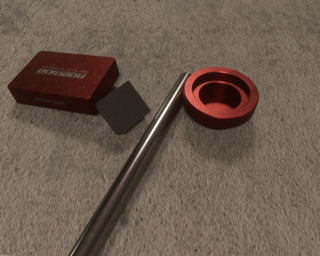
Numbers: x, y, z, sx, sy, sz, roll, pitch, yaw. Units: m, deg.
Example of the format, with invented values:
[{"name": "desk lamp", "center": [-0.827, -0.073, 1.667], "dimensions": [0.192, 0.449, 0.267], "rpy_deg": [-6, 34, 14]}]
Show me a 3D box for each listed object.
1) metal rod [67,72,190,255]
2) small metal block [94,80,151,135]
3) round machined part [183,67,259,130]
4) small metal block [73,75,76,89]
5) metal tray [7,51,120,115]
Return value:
[{"name": "metal rod", "center": [-0.020, 0.031, 0.376], "dimensions": [0.025, 0.025, 0.301], "rpy_deg": [19, 52, 15]}, {"name": "small metal block", "center": [-0.049, -0.026, 0.408], "dimensions": [0.050, 0.025, 0.050], "rpy_deg": [-41, 101, -29]}, {"name": "round machined part", "center": [0.080, -0.036, 0.423], "dimensions": [0.099, 0.042, 0.098], "rpy_deg": [1, 50, -1]}, {"name": "small metal block", "center": [-0.112, -0.057, 0.449], "dimensions": [0.050, 0.025, 0.050], "rpy_deg": [0, 50, 0]}, {"name": "metal tray", "center": [-0.136, -0.069, 0.446], "dimensions": [0.130, 0.030, 0.090], "rpy_deg": [9, 50, 16]}]
